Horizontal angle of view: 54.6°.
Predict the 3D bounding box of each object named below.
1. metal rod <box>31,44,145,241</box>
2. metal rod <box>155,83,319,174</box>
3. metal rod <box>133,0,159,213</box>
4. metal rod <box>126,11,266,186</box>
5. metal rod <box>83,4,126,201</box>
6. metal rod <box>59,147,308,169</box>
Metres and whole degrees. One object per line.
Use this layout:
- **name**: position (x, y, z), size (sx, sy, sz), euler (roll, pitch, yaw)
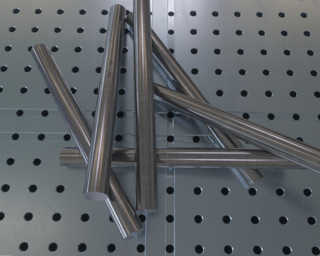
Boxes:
- **metal rod**: position (-0.101, -0.001, 0.386), size (0.025, 0.025, 0.299), euler (-29, 63, -10)
- **metal rod**: position (0.110, 0.007, 0.363), size (0.300, 0.025, 0.025), euler (26, 71, 26)
- **metal rod**: position (-0.020, -0.048, 0.393), size (0.025, 0.025, 0.299), euler (-2, 67, -1)
- **metal rod**: position (0.040, -0.052, 0.430), size (0.025, 0.025, 0.299), euler (-32, 73, -11)
- **metal rod**: position (-0.065, -0.056, 0.395), size (0.025, 0.025, 0.300), euler (0, 56, 0)
- **metal rod**: position (0.026, 0.036, 0.381), size (0.301, 0.025, 0.025), euler (0, 70, 7)
